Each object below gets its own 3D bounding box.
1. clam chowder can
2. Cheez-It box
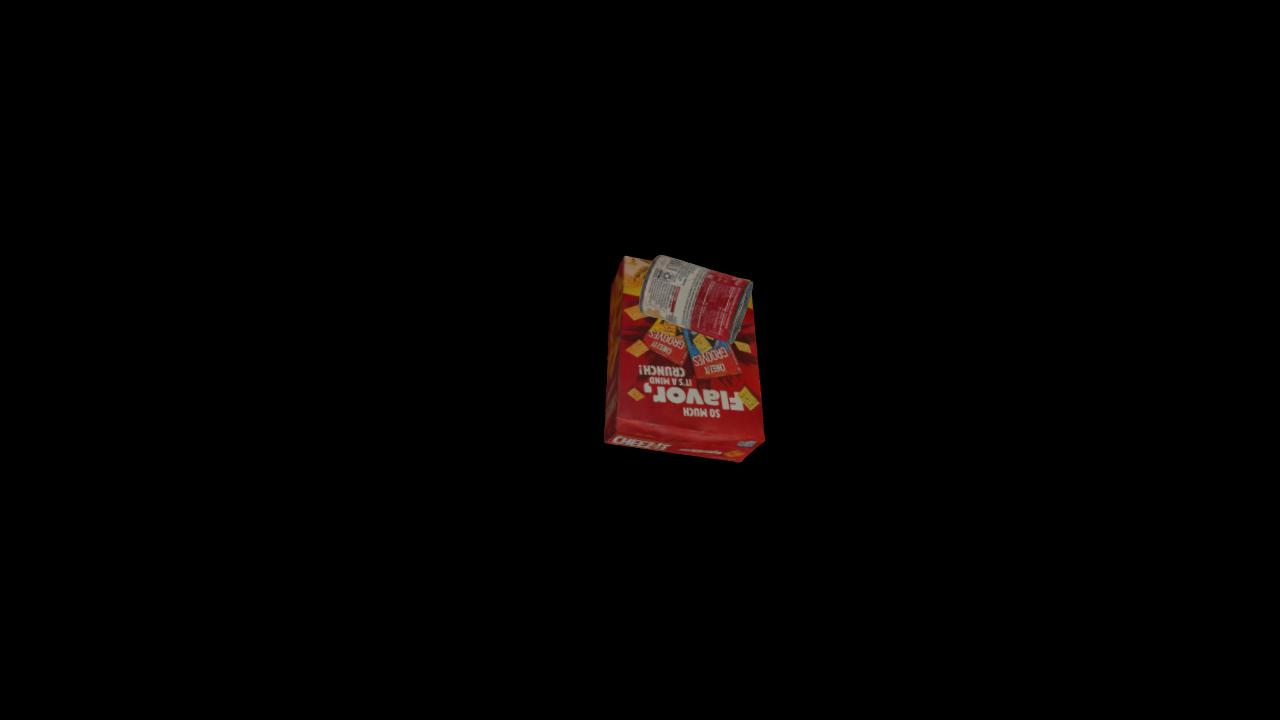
[{"bbox_3d":[0.058,-0.064,0.637,0.102,0.068,0.068,19,5,13],"label":"clam chowder can"},{"bbox_3d":[0.049,-0.004,0.707,0.166,0.223,0.071,9,-34,-13],"label":"Cheez-It box"}]
